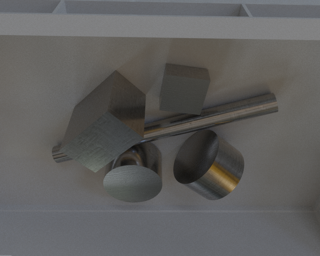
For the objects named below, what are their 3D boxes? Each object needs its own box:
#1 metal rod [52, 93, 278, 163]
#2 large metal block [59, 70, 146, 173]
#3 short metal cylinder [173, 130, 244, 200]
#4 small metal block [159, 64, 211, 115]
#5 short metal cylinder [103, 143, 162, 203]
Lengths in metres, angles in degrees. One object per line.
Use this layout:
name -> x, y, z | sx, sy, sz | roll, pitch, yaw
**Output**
metal rod -> -0.001, 0.003, 0.410 | 0.301, 0.025, 0.025 | -13, 129, 10
large metal block -> -0.064, -0.008, 0.364 | 0.080, 0.080, 0.050 | -36, 122, 26
short metal cylinder -> 0.064, 0.049, 0.414 | 0.050, 0.080, 0.080 | 35, 122, -26
small metal block -> 0.028, -0.045, 0.369 | 0.050, 0.025, 0.050 | 7, 130, -6
short metal cylinder -> -0.037, 0.062, 0.442 | 0.081, 0.050, 0.079 | 0, 130, 0
